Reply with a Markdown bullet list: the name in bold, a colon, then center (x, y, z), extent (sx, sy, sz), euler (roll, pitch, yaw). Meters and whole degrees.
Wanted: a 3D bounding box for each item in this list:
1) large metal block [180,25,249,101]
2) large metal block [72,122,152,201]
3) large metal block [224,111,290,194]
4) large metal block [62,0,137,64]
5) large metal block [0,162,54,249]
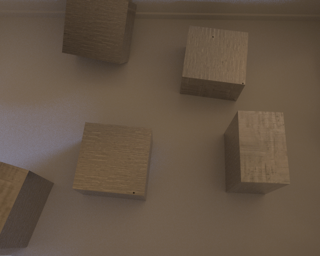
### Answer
- **large metal block**: center (0.074, -0.089, 0.429), extent (0.080, 0.050, 0.080), euler (8, 70, 3)
- **large metal block**: center (-0.054, 0.042, 0.380), extent (0.080, 0.050, 0.080), euler (5, 70, 2)
- **large metal block**: center (0.110, 0.032, 0.369), extent (0.050, 0.080, 0.080), euler (2, 70, 1)
- **large metal block**: center (-0.082, -0.137, 0.426), extent (0.080, 0.050, 0.079), euler (12, 107, 4)
- **large metal block**: center (-0.171, 0.086, 0.348), extent (0.050, 0.080, 0.080), euler (16, 71, 6)
